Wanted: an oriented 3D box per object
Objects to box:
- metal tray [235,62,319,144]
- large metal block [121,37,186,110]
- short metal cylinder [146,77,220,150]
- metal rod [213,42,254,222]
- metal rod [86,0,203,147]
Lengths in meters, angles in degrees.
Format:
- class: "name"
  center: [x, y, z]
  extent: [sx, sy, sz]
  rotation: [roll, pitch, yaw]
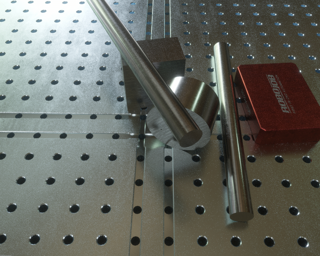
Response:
- class: "metal tray"
  center: [0.166, -0.039, 0.440]
  extent: [0.091, 0.030, 0.130]
  rotation: [-3, 50, -3]
- class: "large metal block"
  center: [-0.011, -0.076, 0.436]
  extent: [0.081, 0.080, 0.050]
  rotation: [-8, 51, -7]
- class: "short metal cylinder"
  center: [0.029, -0.017, 0.387]
  extent: [0.080, 0.080, 0.050]
  rotation: [15, 52, 12]
- class: "metal rod"
  center: [0.095, -0.020, 0.425]
  extent: [0.025, 0.025, 0.300]
  rotation: [3, 50, 2]
- class: "metal rod"
  center: [-0.035, -0.094, 0.382]
  extent: [0.025, 0.025, 0.300]
  rotation: [-20, 53, -16]
